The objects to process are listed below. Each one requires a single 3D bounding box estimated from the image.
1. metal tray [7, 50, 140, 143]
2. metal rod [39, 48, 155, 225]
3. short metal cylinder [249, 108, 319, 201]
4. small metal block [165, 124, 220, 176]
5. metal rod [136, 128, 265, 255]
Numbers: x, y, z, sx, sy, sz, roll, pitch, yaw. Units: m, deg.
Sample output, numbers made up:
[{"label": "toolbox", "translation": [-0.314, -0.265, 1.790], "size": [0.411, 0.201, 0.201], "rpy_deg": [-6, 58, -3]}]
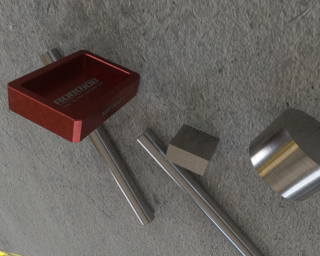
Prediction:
[{"label": "metal tray", "translation": [-0.093, -0.044, 0.359], "size": [0.090, 0.131, 0.030], "rpy_deg": [26, 127, 12]}, {"label": "metal rod", "translation": [-0.086, 0.023, 0.464], "size": [0.025, 0.025, 0.299], "rpy_deg": [-16, 111, 34]}, {"label": "short metal cylinder", "translation": [0.139, 0.026, 0.314], "size": [0.080, 0.080, 0.050], "rpy_deg": [38, 129, 2]}, {"label": "small metal block", "translation": [0.041, 0.026, 0.384], "size": [0.050, 0.050, 0.025], "rpy_deg": [23, 127, 13]}, {"label": "metal rod", "translation": [0.076, 0.119, 0.439], "size": [0.300, 0.025, 0.025], "rpy_deg": [48, 129, -6]}]
